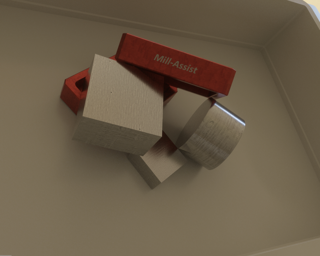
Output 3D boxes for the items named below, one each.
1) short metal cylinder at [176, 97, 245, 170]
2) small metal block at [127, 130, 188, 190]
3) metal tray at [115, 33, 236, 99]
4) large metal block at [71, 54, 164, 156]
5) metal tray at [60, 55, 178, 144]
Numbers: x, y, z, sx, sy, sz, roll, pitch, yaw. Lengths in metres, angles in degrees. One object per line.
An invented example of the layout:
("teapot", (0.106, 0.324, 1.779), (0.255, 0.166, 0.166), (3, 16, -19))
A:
("short metal cylinder", (0.064, 0.007, 0.401), (0.050, 0.080, 0.080), (34, 51, -6))
("small metal block", (-0.003, 0.038, 0.380), (0.050, 0.025, 0.050), (-33, 80, -38))
("metal tray", (0.017, -0.071, 0.379), (0.131, 0.090, 0.030), (18, 92, -1))
("large metal block", (-0.044, -0.023, 0.338), (0.081, 0.050, 0.080), (15, 56, -20))
("metal tray", (-0.049, -0.047, 0.403), (0.090, 0.030, 0.131), (47, 51, 4))
